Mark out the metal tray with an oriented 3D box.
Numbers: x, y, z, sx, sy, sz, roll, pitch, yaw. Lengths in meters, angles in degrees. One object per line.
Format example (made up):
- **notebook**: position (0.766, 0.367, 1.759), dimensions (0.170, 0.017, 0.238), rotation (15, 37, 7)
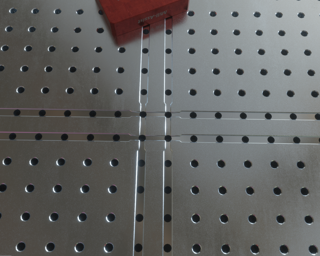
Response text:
- **metal tray**: position (-0.030, -0.207, 0.484), dimensions (0.131, 0.030, 0.090), rotation (-23, 72, -9)
